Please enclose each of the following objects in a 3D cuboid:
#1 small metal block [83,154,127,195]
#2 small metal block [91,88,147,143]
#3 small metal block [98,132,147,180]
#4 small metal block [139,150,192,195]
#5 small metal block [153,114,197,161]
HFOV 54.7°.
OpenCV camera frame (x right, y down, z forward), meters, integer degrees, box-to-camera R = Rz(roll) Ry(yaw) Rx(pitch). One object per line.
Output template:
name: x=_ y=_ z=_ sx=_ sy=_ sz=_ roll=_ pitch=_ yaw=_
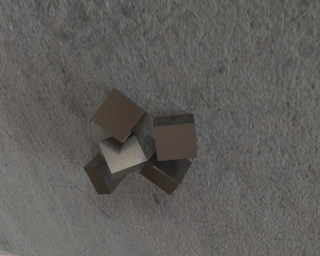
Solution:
small metal block: x=-0.082 y=0.065 z=0.472 sx=0.025 sy=0.050 sz=0.050 roll=-9 pitch=114 yaw=32
small metal block: x=-0.053 y=-0.016 z=0.408 sx=0.050 sy=0.025 sz=0.050 roll=38 pitch=94 yaw=2
small metal block: x=-0.052 y=0.037 z=0.424 sx=0.050 sy=0.050 sz=0.025 roll=62 pitch=158 yaw=23
small metal block: x=0.009 y=0.054 z=0.418 sx=0.050 sy=0.050 sz=0.025 roll=36 pitch=130 yaw=4
small metal block: x=0.019 y=0.012 z=0.391 sx=0.050 sy=0.025 sz=0.050 roll=-5 pitch=118 yaw=3
